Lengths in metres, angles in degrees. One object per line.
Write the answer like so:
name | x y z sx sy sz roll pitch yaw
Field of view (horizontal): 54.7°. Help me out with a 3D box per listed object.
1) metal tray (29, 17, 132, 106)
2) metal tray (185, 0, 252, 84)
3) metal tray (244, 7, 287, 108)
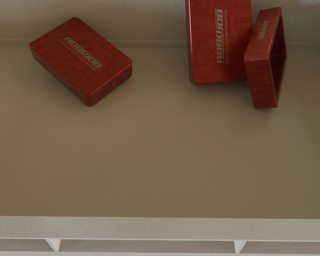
metal tray | -0.117 -0.103 0.466 0.130 0.030 0.090 40 65 15
metal tray | 0.087 -0.133 0.458 0.091 0.129 0.030 -5 9 -5
metal tray | 0.156 -0.102 0.447 0.030 0.090 0.130 1 46 31
